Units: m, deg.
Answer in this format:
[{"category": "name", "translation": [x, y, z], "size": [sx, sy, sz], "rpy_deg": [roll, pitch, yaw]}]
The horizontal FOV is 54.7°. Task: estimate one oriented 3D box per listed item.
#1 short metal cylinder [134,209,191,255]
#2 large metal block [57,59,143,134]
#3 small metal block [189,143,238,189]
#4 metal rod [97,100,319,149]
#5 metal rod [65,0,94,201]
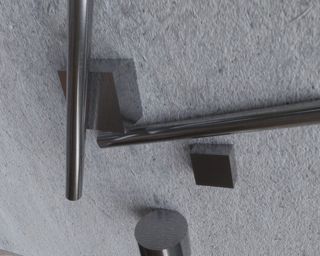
[{"category": "short metal cylinder", "translation": [0.005, 0.171, 0.473], "size": [0.080, 0.080, 0.050], "rpy_deg": [5, 121, 25]}, {"category": "large metal block", "translation": [-0.074, -0.043, 0.401], "size": [0.080, 0.050, 0.079], "rpy_deg": [6, 121, 24]}, {"category": "small metal block", "translation": [0.070, 0.048, 0.399], "size": [0.050, 0.025, 0.050], "rpy_deg": [1, 119, 27]}, {"category": "metal rod", "translation": [0.042, 0.001, 0.383], "size": [0.300, 0.025, 0.025], "rpy_deg": [-8, 115, 31]}, {"category": "metal rod", "translation": [-0.103, -0.016, 0.384], "size": [0.025, 0.025, 0.298], "rpy_deg": [23, 127, 13]}]
